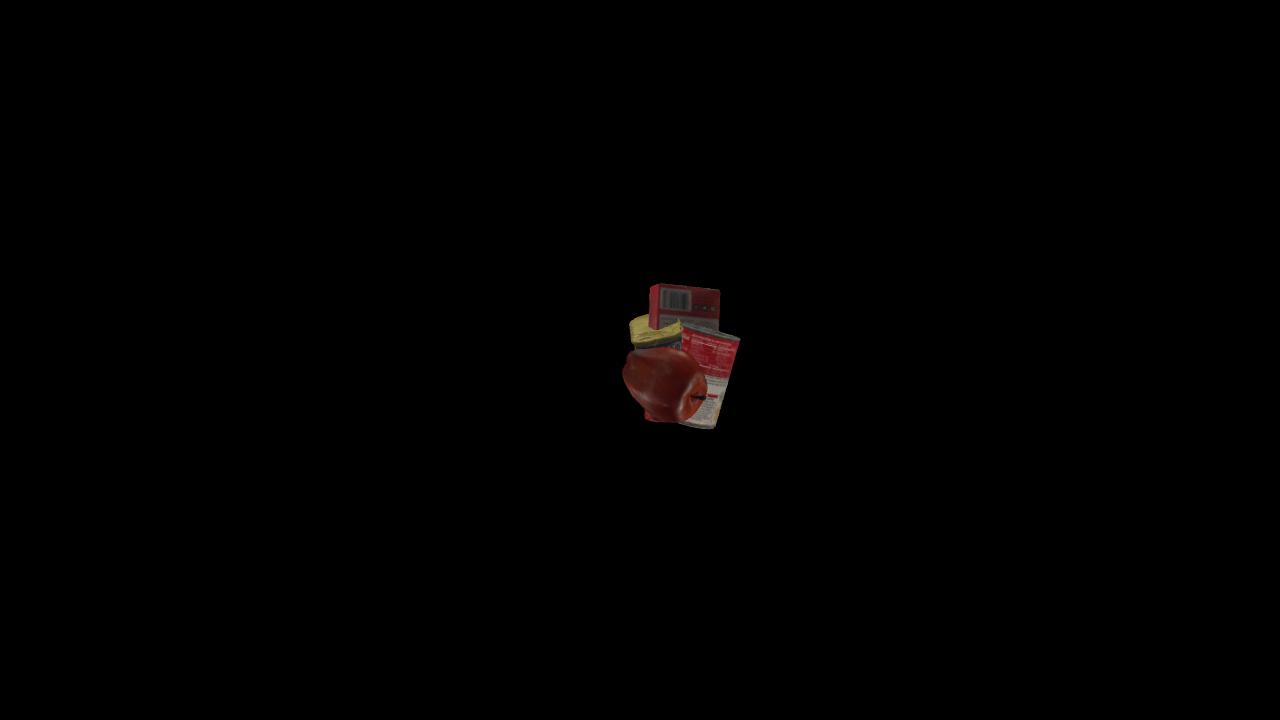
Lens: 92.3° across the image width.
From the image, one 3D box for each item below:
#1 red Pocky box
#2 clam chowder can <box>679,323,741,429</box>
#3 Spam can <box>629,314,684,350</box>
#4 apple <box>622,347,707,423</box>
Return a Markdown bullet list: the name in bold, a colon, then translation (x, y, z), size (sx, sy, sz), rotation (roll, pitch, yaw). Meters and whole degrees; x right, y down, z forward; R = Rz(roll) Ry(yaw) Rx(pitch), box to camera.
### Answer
- **red Pocky box**: translation (0.049, -0.006, 0.702), size (0.083, 0.155, 0.028), rotation (4, -2, -24)
- **clam chowder can**: translation (0.064, 0.017, 0.669), size (0.068, 0.102, 0.068), rotation (14, 7, -2)
- **Spam can**: translation (0.026, 0.000, 0.695), size (0.058, 0.085, 0.101), rotation (-13, 19, 2)
- **apple**: translation (0.028, 0.023, 0.646), size (0.093, 0.079, 0.079), rotation (27, 12, 25)
